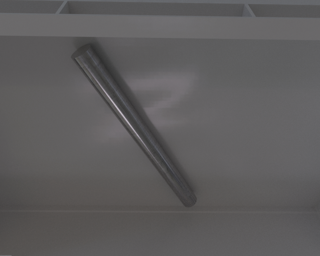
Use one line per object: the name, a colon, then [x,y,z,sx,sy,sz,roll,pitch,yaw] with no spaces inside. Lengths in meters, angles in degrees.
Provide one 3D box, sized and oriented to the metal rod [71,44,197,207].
metal rod: [-0.019,0.018,0.423,0.025,0.025,0.300,-21,127,17]
